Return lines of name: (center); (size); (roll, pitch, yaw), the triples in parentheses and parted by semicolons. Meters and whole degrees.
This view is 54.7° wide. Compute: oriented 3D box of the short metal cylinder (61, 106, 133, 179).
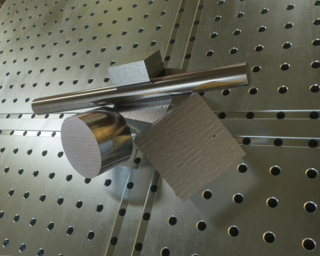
short metal cylinder: (-0.081, 0.017, 0.392); (0.080, 0.079, 0.050); (21, 30, 36)

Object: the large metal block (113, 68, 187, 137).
large metal block: (-0.007, -0.033, 0.411); (0.080, 0.050, 0.080); (12, 67, 33)

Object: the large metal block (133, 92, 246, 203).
large metal block: (0.030, 0.018, 0.334); (0.080, 0.050, 0.080); (-39, 95, 2)

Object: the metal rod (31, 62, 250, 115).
metal rod: (-0.043, -0.044, 0.389); (0.300, 0.025, 0.025); (-5, 59, 25)

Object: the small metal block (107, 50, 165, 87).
small metal block: (-0.029, -0.074, 0.385); (0.050, 0.025, 0.050); (-6, 24, 25)
